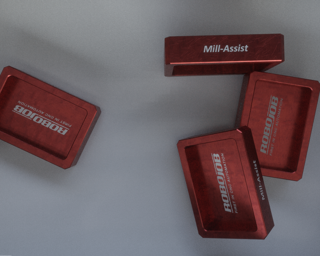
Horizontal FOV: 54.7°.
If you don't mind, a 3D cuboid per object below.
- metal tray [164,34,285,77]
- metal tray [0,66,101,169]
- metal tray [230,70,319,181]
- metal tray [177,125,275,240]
[{"bbox_3d":[0.071,-0.086,0.379,0.131,0.090,0.030,-2,90,0],"label":"metal tray"},{"bbox_3d":[-0.156,-0.013,0.407,0.131,0.030,0.090,25,90,0],"label":"metal tray"},{"bbox_3d":[0.146,-0.003,0.404,0.091,0.030,0.129,9,95,0],"label":"metal tray"},{"bbox_3d":[0.079,0.069,0.385,0.090,0.030,0.129,-14,90,36],"label":"metal tray"}]
